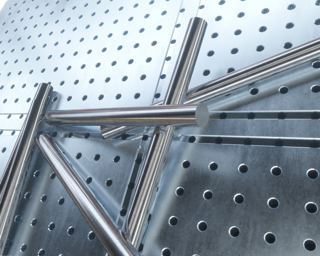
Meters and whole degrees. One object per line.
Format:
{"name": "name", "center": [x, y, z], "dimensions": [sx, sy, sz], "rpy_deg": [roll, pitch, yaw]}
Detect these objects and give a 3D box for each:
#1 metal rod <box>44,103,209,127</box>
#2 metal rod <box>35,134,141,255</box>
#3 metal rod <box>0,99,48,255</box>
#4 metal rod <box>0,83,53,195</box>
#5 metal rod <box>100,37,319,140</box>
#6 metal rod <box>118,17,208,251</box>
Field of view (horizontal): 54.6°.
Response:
{"name": "metal rod", "center": [-0.069, -0.015, 0.417], "dimensions": [0.300, 0.025, 0.025], "rpy_deg": [1, 62, 42]}
{"name": "metal rod", "center": [-0.100, 0.082, 0.390], "dimensions": [0.025, 0.025, 0.300], "rpy_deg": [-49, 45, -6]}
{"name": "metal rod", "center": [-0.217, 0.093, 0.457], "dimensions": [0.025, 0.025, 0.299], "rpy_deg": [-6, 62, 25]}
{"name": "metal rod", "center": [-0.230, 0.056, 0.496], "dimensions": [0.025, 0.025, 0.300], "rpy_deg": [-4, 59, 26]}
{"name": "metal rod", "center": [0.056, -0.045, 0.406], "dimensions": [0.300, 0.025, 0.025], "rpy_deg": [-20, 54, 16]}
{"name": "metal rod", "center": [0.007, -0.003, 0.381], "dimensions": [0.025, 0.025, 0.299], "rpy_deg": [9, 74, 32]}
